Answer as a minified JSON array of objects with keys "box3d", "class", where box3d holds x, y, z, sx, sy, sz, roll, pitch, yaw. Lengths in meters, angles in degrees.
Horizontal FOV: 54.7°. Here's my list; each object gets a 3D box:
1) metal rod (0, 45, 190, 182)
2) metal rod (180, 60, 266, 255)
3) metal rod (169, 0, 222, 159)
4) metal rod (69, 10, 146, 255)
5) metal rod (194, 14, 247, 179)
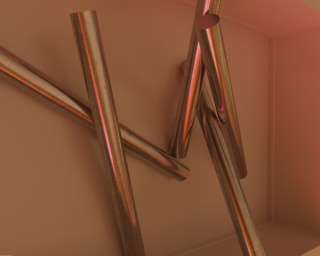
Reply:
[{"box3d":[-0.069,-0.007,0.349,0.301,0.025,0.025,35,68,-35],"class":"metal rod"},{"box3d":[0.080,0.043,0.400,0.025,0.025,0.299,0,66,-40],"class":"metal rod"},{"box3d":[0.045,-0.091,0.357,0.025,0.025,0.298,-20,131,-39],"class":"metal rod"},{"box3d":[-0.050,0.031,0.339,0.025,0.025,0.298,-24,114,-38],"class":"metal rod"},{"box3d":[0.091,-0.015,0.416,0.025,0.025,0.299,-56,144,-25],"class":"metal rod"}]
